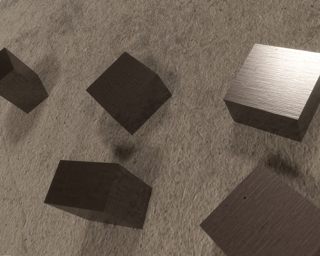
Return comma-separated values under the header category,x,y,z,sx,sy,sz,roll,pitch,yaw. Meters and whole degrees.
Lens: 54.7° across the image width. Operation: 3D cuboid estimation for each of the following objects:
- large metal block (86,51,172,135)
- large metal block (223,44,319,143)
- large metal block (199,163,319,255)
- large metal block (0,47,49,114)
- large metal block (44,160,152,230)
category,x,y,z,sx,sy,sz,roll,pitch,yaw
large metal block,-0.045,-0.050,0.441,0.080,0.050,0.080,-45,51,-4
large metal block,0.130,-0.041,0.344,0.080,0.050,0.080,21,73,35
large metal block,0.098,0.093,0.279,0.080,0.050,0.080,-45,51,-3
large metal block,-0.256,-0.084,0.551,0.050,0.080,0.080,-41,51,1
large metal block,-0.067,0.077,0.355,0.080,0.080,0.050,0,62,28
